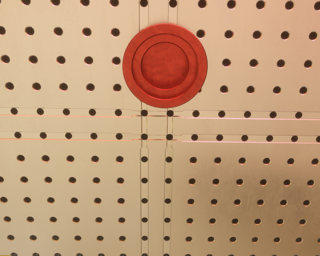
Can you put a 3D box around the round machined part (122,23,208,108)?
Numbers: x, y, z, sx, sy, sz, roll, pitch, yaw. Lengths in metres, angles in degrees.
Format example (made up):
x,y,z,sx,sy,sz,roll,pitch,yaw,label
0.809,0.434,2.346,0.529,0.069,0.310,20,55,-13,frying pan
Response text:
x,y,z,sx,sy,sz,roll,pitch,yaw,label
0.006,-0.076,0.376,0.099,0.042,0.097,0,110,0,round machined part
